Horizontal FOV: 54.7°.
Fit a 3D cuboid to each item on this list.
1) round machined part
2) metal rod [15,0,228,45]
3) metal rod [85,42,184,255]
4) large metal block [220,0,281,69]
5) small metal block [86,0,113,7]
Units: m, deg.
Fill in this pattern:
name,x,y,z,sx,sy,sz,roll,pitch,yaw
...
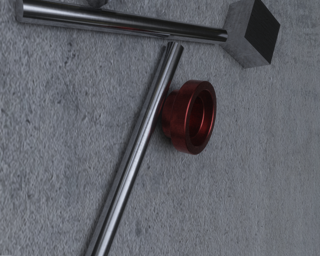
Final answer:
name,x,y,z,sx,sy,sz,roll,pitch,yaw
round machined part,0.037,-0.016,0.413,0.099,0.042,0.097,-28,123,-54
metal rod,-0.018,-0.129,0.390,0.302,0.025,0.025,-8,95,-40
metal rod,-0.028,0.025,0.382,0.025,0.025,0.299,32,70,-36
large metal block,0.151,-0.157,0.518,0.080,0.050,0.080,30,71,-36
small metal block,-0.053,-0.162,0.345,0.050,0.050,0.025,-52,121,-27
